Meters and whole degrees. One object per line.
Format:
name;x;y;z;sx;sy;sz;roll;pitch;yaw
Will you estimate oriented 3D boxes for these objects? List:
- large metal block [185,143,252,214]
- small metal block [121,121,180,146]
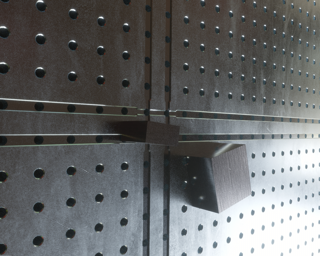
large metal block;0.090;0.072;0.468;0.081;0.050;0.079;-15;100;-39
small metal block;-0.012;0.007;0.383;0.050;0.050;0.025;9;84;-40
